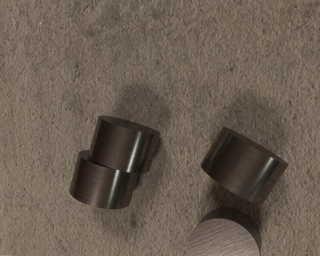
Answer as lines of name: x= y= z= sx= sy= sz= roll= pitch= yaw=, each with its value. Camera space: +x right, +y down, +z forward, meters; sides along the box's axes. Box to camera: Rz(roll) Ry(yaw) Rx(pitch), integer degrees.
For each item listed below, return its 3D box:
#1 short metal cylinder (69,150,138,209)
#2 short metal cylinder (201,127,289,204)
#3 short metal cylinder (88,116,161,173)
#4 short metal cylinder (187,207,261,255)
short metal cylinder: x=-0.072 y=0.065 z=0.404 sx=0.080 sy=0.080 sz=0.050 roll=17 pitch=96 yaw=19
short metal cylinder: x=0.093 y=0.040 z=0.347 sx=0.080 sy=0.080 sz=0.050 roll=32 pitch=100 yaw=17
short metal cylinder: x=-0.045 y=0.020 z=0.395 sx=0.080 sy=0.080 sz=0.050 roll=19 pitch=96 yaw=18
short metal cylinder: x=0.078 y=0.140 z=0.368 sx=0.080 sy=0.050 sz=0.079 roll=0 pitch=90 yaw=19
